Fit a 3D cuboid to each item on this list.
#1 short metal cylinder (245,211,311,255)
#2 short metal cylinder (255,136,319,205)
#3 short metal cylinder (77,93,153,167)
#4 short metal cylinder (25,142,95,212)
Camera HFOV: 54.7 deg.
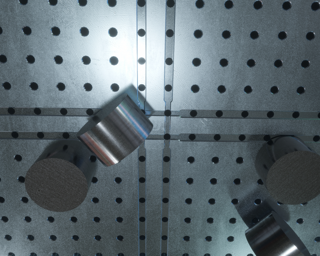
[{"bbox_3d":[0.170,0.169,0.449,0.080,0.080,0.050,43,104,-15],"label":"short metal cylinder"},{"bbox_3d":[0.178,0.057,0.424,0.081,0.050,0.079,0,110,-1],"label":"short metal cylinder"},{"bbox_3d":[-0.056,0.002,0.384,0.080,0.080,0.050,-36,107,12],"label":"short metal cylinder"},{"bbox_3d":[-0.134,0.066,0.423,0.081,0.050,0.079,0,110,-1],"label":"short metal cylinder"}]
